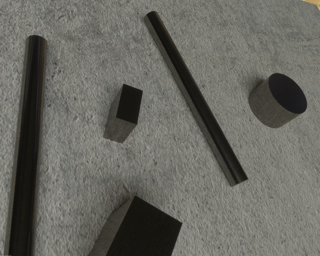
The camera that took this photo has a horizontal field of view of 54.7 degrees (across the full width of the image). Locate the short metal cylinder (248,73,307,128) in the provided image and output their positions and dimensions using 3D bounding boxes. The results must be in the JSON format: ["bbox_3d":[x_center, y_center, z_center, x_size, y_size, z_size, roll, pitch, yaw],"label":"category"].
[{"bbox_3d":[0.199,-0.046,0.526,0.081,0.050,0.080,14,56,-21],"label":"short metal cylinder"}]

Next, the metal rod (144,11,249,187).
[{"bbox_3d":[0.047,-0.054,0.463,0.025,0.025,0.299,-13,69,-34],"label":"metal rod"}]

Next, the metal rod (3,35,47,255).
[{"bbox_3d":[-0.135,0.024,0.316,0.025,0.025,0.299,6,59,-25],"label":"metal rod"}]

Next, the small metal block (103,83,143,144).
[{"bbox_3d":[-0.045,-0.017,0.375,0.025,0.050,0.050,19,54,-18],"label":"small metal block"}]

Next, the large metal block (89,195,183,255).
[{"bbox_3d":[-0.032,0.119,0.280,0.050,0.080,0.080,33,51,-8],"label":"large metal block"}]
